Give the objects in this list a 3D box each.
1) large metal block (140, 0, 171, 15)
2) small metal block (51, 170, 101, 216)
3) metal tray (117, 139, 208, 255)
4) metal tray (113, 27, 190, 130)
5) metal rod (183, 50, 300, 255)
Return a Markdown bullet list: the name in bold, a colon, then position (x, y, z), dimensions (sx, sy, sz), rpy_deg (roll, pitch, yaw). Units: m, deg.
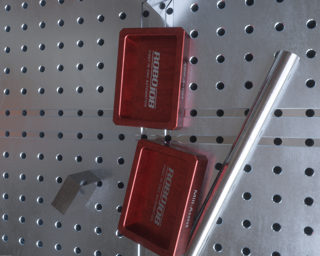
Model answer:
- **large metal block**: position (-0.014, -0.210, 0.404), dimensions (0.080, 0.050, 0.080), rpy_deg (40, 102, 15)
- **small metal block**: position (-0.118, 0.091, 0.439), dimensions (0.025, 0.050, 0.050), rpy_deg (36, 101, 16)
- **metal tray**: position (0.001, 0.086, 0.395), dimensions (0.090, 0.030, 0.129), rpy_deg (16, 94, 33)
- **metal tray**: position (-0.012, -0.065, 0.413), dimensions (0.090, 0.030, 0.129), rpy_deg (5, 92, 19)
- **metal rod**: position (0.089, 0.049, 0.380), dimensions (0.025, 0.025, 0.298), rpy_deg (27, 99, 17)
